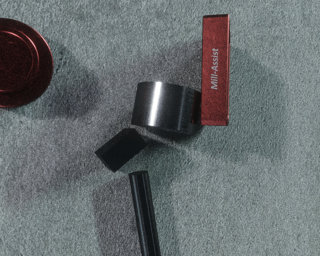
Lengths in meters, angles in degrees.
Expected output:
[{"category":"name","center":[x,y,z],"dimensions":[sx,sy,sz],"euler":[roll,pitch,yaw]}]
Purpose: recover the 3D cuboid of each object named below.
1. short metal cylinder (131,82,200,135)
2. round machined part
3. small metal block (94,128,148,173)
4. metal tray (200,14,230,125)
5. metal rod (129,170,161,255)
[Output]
[{"category":"short metal cylinder","center":[0.008,-0.023,0.383],"dimensions":[0.081,0.080,0.050],"euler":[11,87,-20]},{"category":"round machined part","center":[-0.168,-0.072,0.338],"dimensions":[0.099,0.042,0.097],"euler":[0,90,-20]},{"category":"small metal block","center":[-0.049,0.025,0.378],"dimensions":[0.050,0.050,0.025],"euler":[-40,103,-16]},{"category":"metal tray","center":[0.074,-0.068,0.401],"dimensions":[0.030,0.090,0.129],"euler":[1,90,14]},{"category":"metal rod","center":[-0.006,0.205,0.407],"dimensions":[0.025,0.025,0.298],"euler":[-10,93,-20]}]
